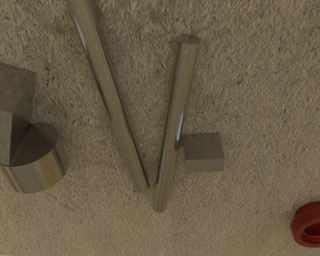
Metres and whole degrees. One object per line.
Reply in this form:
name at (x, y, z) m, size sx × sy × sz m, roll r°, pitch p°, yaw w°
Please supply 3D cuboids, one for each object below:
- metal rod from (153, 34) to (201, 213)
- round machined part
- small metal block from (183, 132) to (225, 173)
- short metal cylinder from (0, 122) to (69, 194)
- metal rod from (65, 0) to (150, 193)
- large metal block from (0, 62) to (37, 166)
metal rod at (0.015, 0.019, 0.423) m, size 0.025 × 0.025 × 0.298 m, roll 4°, pitch 130°, yaw -4°
round machined part at (0.278, 0.165, 0.541) m, size 0.099 × 0.042 × 0.097 m, roll -1°, pitch 130°, yaw 0°
small metal block at (0.058, 0.033, 0.420) m, size 0.050 × 0.050 × 0.025 m, roll -3°, pitch 130°, yaw 2°
short metal cylinder at (-0.165, 0.037, 0.401) m, size 0.080 × 0.080 × 0.050 m, roll -4°, pitch 130°, yaw 2°
metal rod at (-0.054, -0.020, 0.389) m, size 0.025 × 0.025 × 0.298 m, roll -8°, pitch 130°, yaw 6°
large metal block at (-0.182, -0.018, 0.353) m, size 0.050 × 0.080 × 0.079 m, roll 15°, pitch 129°, yaw -13°
